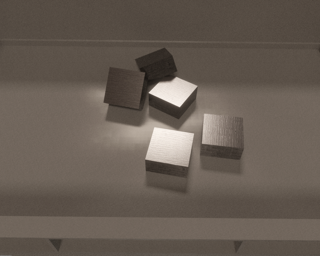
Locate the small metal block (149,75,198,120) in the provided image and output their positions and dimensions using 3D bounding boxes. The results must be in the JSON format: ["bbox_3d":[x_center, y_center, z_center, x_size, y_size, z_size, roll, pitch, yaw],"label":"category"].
[{"bbox_3d":[0.019,-0.046,0.444,0.050,0.025,0.050,27,55,20],"label":"small metal block"}]

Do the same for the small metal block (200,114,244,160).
[{"bbox_3d":[0.079,0.011,0.397,0.050,0.025,0.050,6,50,5],"label":"small metal block"}]

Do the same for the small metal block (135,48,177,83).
[{"bbox_3d":[-0.007,-0.095,0.467,0.050,0.025,0.050,-22,30,-2],"label":"small metal block"}]

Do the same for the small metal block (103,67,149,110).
[{"bbox_3d":[-0.047,-0.055,0.433,0.050,0.025,0.050,10,92,8],"label":"small metal block"}]

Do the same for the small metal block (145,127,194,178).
[{"bbox_3d":[0.013,0.030,0.380,0.050,0.025,0.050,9,51,7],"label":"small metal block"}]
